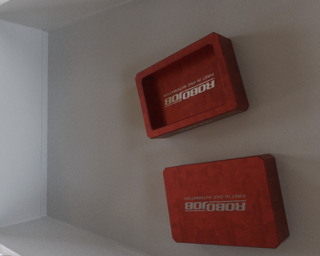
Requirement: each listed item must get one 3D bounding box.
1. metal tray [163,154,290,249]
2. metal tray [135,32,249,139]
[{"bbox_3d":[0.067,0.082,0.348,0.130,0.030,0.090,-14,81,39],"label":"metal tray"},{"bbox_3d":[0.032,-0.045,0.376,0.130,0.030,0.090,-20,77,38],"label":"metal tray"}]
